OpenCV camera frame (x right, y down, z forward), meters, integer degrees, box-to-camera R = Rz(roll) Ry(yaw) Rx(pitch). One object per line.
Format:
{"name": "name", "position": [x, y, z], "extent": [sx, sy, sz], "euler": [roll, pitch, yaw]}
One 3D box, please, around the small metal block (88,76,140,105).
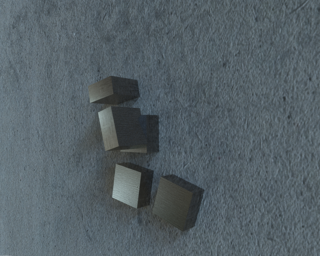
{"name": "small metal block", "position": [-0.066, -0.052, 0.443], "extent": [0.050, 0.050, 0.025], "euler": [-14, 81, 39]}

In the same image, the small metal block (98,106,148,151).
{"name": "small metal block", "position": [-0.047, 0.001, 0.395], "extent": [0.025, 0.050, 0.050], "euler": [-21, 77, 38]}

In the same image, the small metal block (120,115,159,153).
{"name": "small metal block", "position": [-0.029, 0.008, 0.429], "extent": [0.050, 0.025, 0.050], "euler": [-1, 89, 40]}

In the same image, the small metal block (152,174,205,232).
{"name": "small metal block", "position": [0.022, 0.092, 0.387], "extent": [0.050, 0.025, 0.050], "euler": [21, 104, 38]}

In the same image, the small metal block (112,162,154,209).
{"name": "small metal block", "position": [-0.039, 0.079, 0.437], "extent": [0.050, 0.025, 0.050], "euler": [12, 98, 39]}
